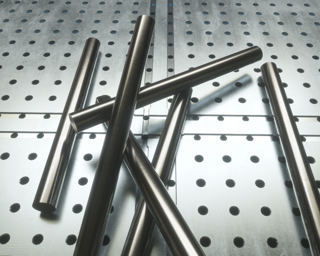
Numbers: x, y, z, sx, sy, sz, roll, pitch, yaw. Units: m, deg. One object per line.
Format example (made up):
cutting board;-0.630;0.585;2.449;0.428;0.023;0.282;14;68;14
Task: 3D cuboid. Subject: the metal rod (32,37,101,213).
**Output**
metal rod;-0.119;-0.029;0.431;0.025;0.025;0.300;2;50;1

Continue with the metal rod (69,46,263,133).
metal rod;0.025;-0.061;0.424;0.302;0.025;0.025;-24;54;-24

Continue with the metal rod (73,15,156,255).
metal rod;-0.046;-0.003;0.352;0.025;0.025;0.299;9;68;7

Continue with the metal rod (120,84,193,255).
metal rod;-0.002;0.055;0.361;0.025;0.025;0.300;11;51;9

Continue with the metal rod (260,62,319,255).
metal rod;0.166;0.021;0.391;0.025;0.025;0.300;1;50;1

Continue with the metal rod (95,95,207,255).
metal rod;-0.017;0.050;0.333;0.025;0.025;0.300;-20;43;-16
